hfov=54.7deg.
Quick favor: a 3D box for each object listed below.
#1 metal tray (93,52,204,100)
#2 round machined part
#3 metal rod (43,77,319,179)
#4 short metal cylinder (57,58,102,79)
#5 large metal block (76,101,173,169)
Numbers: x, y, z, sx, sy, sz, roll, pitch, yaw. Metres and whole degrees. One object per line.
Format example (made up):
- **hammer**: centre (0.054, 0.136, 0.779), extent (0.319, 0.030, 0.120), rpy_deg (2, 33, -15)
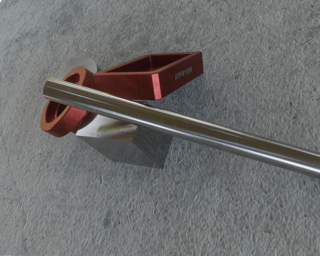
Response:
- **metal tray**: centre (-0.010, -0.071, 0.400), extent (0.090, 0.030, 0.131), rpy_deg (5, 24, 30)
- **round machined part**: centre (-0.113, -0.030, 0.414), extent (0.098, 0.042, 0.098), rpy_deg (-30, 42, 32)
- **metal rod**: centre (0.022, -0.002, 0.318), extent (0.301, 0.025, 0.025), rpy_deg (16, 68, 8)
- **short metal cylinder**: centre (-0.119, -0.063, 0.488), extent (0.080, 0.050, 0.080), rpy_deg (-13, 56, 20)
- **large metal block**: centre (-0.040, 0.008, 0.384), extent (0.080, 0.080, 0.050), rpy_deg (5, 64, 30)
